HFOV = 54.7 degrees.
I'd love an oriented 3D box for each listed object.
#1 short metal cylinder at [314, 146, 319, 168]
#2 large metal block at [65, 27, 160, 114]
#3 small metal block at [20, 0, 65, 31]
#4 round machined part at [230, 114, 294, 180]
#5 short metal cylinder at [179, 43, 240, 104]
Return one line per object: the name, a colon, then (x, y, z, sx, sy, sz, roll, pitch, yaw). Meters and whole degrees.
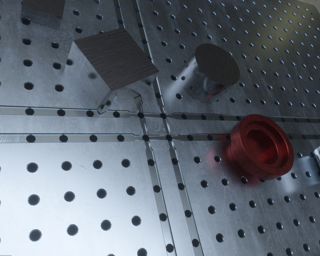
short metal cylinder: (0.304, 0.052, 0.509, 0.081, 0.080, 0.050, 5, 60, -26)
large metal block: (-0.063, -0.077, 0.407, 0.081, 0.050, 0.080, -31, 79, -38)
small metal block: (-0.159, -0.168, 0.425, 0.050, 0.025, 0.050, 11, 57, -23)
round machined part: (0.145, 0.031, 0.459, 0.099, 0.042, 0.098, 14, 56, -21)
short metal cylinder: (0.077, -0.086, 0.488, 0.081, 0.050, 0.080, 14, 56, -21)
